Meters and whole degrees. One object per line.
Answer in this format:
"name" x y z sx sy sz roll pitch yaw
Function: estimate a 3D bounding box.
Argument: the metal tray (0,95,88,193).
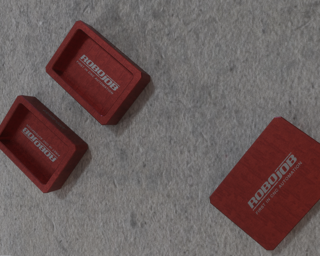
"metal tray" -0.183 0.023 0.468 0.130 0.030 0.090 39 102 15

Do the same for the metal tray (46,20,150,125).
"metal tray" -0.089 -0.077 0.436 0.130 0.030 0.090 42 103 14

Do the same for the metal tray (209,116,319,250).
"metal tray" 0.132 0.062 0.360 0.090 0.030 0.129 39 102 15
